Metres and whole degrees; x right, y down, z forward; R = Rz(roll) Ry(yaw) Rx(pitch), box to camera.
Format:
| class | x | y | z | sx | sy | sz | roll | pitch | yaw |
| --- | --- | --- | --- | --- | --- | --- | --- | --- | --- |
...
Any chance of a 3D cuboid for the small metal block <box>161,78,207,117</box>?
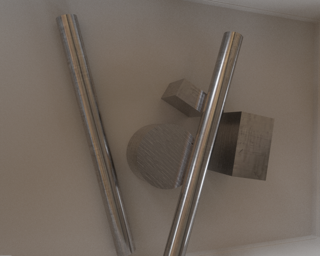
| class | x | y | z | sx | sy | sz | roll | pitch | yaw |
| --- | --- | --- | --- | --- | --- | --- | --- | --- | --- |
| small metal block | 0.036 | -0.038 | 0.412 | 0.050 | 0.050 | 0.025 | 33 | 79 | -18 |

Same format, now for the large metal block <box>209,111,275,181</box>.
| class | x | y | z | sx | sy | sz | roll | pitch | yaw |
| --- | --- | --- | --- | --- | --- | --- | --- | --- | --- |
| large metal block | 0.103 | 0.023 | 0.421 | 0.050 | 0.080 | 0.080 | 11 | 87 | -20 |

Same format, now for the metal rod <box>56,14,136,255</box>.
| class | x | y | z | sx | sy | sz | roll | pitch | yaw |
| --- | --- | --- | --- | --- | --- | --- | --- | --- | --- |
| metal rod | -0.077 | 0.013 | 0.382 | 0.025 | 0.025 | 0.298 | -15 | 95 | -20 |

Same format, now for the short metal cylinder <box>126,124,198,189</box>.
| class | x | y | z | sx | sy | sz | roll | pitch | yaw |
| --- | --- | --- | --- | --- | --- | --- | --- | --- | --- |
| short metal cylinder | 0.002 | 0.035 | 0.399 | 0.081 | 0.050 | 0.079 | 0 | 90 | -20 |

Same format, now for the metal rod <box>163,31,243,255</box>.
| class | x | y | z | sx | sy | sz | roll | pitch | yaw |
| --- | --- | --- | --- | --- | --- | --- | --- | --- | --- |
| metal rod | 0.052 | 0.026 | 0.377 | 0.025 | 0.025 | 0.299 | 18 | 84 | -20 |
